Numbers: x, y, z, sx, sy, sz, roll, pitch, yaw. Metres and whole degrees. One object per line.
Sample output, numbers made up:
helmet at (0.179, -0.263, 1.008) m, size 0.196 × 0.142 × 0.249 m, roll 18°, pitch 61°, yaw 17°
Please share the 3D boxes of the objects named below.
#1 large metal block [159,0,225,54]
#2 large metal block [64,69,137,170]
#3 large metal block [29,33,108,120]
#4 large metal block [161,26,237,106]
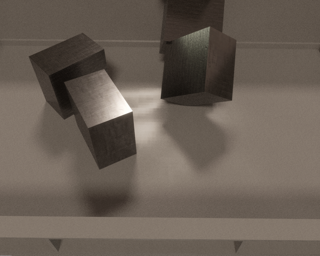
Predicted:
large metal block at (0.046, -0.151, 0.455) m, size 0.081 × 0.050 × 0.080 m, roll 7°, pitch 83°, yaw -7°
large metal block at (-0.071, -0.010, 0.377) m, size 0.050 × 0.080 × 0.080 m, roll -23°, pitch 54°, yaw -18°
large metal block at (-0.120, -0.071, 0.428) m, size 0.080 × 0.080 × 0.050 m, roll -35°, pitch 59°, yaw -26°
large metal block at (0.049, -0.076, 0.407) m, size 0.050 × 0.080 × 0.080 m, roll 11°, pitch 81°, yaw -38°
